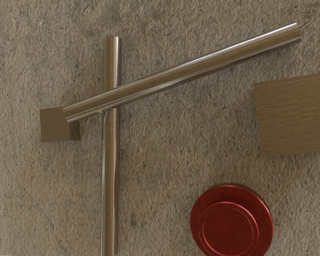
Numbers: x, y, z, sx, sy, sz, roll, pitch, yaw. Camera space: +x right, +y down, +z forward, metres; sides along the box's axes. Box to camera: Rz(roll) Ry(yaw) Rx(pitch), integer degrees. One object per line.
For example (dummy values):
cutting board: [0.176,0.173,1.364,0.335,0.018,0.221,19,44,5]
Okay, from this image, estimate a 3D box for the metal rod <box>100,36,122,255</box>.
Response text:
metal rod: [-0.068,0.025,0.431,0.025,0.025,0.298,1,90,19]

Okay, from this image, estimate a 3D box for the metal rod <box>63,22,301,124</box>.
metal rod: [0.017,-0.064,0.385,0.301,0.025,0.025,-18,84,12]

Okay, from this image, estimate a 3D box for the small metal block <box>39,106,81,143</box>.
small metal block: [-0.148,-0.005,0.460,0.050,0.025,0.050,-5,89,19]

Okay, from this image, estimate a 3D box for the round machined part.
round machined part: [0.083,0.118,0.370,0.098,0.042,0.097,0,90,19]

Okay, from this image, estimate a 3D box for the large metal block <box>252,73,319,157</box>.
large metal block: [0.151,-0.013,0.343,0.080,0.050,0.080,-7,88,19]
